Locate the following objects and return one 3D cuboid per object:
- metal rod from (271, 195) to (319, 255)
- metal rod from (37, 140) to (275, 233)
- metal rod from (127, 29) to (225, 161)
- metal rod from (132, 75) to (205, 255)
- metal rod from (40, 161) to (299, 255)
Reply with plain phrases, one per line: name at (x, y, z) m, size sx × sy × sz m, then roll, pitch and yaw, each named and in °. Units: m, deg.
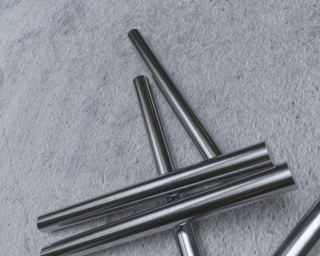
metal rod at (0.113, 0.116, 0.273) m, size 0.300 × 0.025 × 0.025 m, roll -48°, pitch 51°, yaw -6°
metal rod at (-0.026, 0.074, 0.344) m, size 0.300 × 0.025 × 0.025 m, roll -22°, pitch 53°, yaw 25°
metal rod at (0.014, -0.053, 0.428) m, size 0.025 × 0.025 × 0.300 m, roll -34°, pitch 51°, yaw 6°
metal rod at (0.007, 0.046, 0.372) m, size 0.025 × 0.025 × 0.299 m, roll -26°, pitch 52°, yaw 12°
metal rod at (-0.012, 0.098, 0.321) m, size 0.300 × 0.025 × 0.025 m, roll -25°, pitch 52°, yaw 23°
